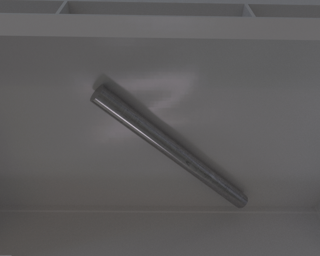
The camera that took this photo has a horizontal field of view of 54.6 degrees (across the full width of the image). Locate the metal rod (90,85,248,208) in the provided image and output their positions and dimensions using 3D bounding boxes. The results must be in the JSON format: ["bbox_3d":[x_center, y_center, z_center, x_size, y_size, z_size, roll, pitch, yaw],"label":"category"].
[{"bbox_3d":[0.029,0.039,0.442,0.025,0.025,0.301,-37,121,27],"label":"metal rod"}]
